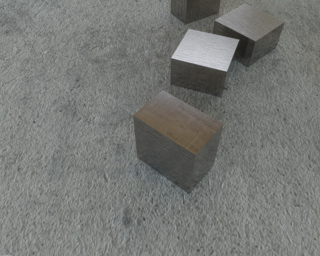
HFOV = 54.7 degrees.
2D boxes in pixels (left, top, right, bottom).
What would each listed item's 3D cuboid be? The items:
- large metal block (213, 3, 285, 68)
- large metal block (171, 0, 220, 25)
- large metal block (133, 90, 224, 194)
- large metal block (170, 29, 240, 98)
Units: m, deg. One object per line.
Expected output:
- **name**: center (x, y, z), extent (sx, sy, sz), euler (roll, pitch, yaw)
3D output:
- **large metal block**: center (0.145, -0.157, 0.520), extent (0.080, 0.050, 0.080), euler (-36, 59, -26)
- **large metal block**: center (0.068, -0.252, 0.580), extent (0.081, 0.080, 0.050), euler (-26, 55, -20)
- **large metal block**: center (0.019, 0.017, 0.353), extent (0.080, 0.080, 0.050), euler (32, 57, 24)
- **large metal block**: center (0.068, -0.100, 0.471), extent (0.080, 0.050, 0.080), euler (17, 52, 13)
